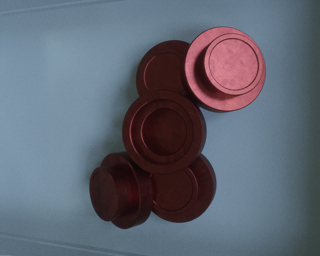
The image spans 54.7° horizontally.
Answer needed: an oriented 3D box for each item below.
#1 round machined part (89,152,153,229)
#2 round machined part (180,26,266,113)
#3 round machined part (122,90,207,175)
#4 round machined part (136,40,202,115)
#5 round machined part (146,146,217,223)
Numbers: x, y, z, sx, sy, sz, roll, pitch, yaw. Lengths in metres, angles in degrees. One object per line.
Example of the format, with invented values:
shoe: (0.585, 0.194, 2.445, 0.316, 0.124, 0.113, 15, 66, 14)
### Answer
round machined part: (-0.056, 0.081, 0.396, 0.098, 0.042, 0.097, 6, 98, 49)
round machined part: (0.075, -0.067, 0.350, 0.099, 0.042, 0.097, 0, 87, -11)
round machined part: (0.008, 0.005, 0.373, 0.098, 0.042, 0.097, 0, 90, 19)
round machined part: (0.014, -0.063, 0.394, 0.098, 0.042, 0.097, 0, 90, 19)
round machined part: (0.019, 0.072, 0.392, 0.098, 0.042, 0.097, 0, 90, 19)
